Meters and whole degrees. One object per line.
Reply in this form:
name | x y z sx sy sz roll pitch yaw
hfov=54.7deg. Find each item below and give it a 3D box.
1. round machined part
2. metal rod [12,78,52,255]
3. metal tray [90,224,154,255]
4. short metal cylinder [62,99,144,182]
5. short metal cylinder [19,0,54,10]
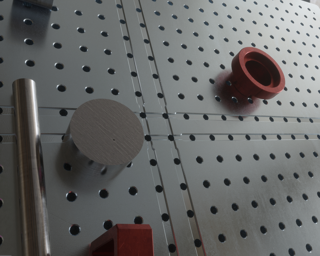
round machined part | 0.165 -0.090 0.541 0.099 0.042 0.098 14 56 -21
metal rod | -0.119 0.082 0.293 0.025 0.025 0.299 -1 62 -29
metal tray | -0.034 0.154 0.254 0.030 0.090 0.130 9 58 -24
short metal cylinder | -0.065 0.014 0.349 0.081 0.050 0.080 14 56 -21
short metal cylinder | -0.162 -0.205 0.411 0.050 0.080 0.080 11 57 -23
